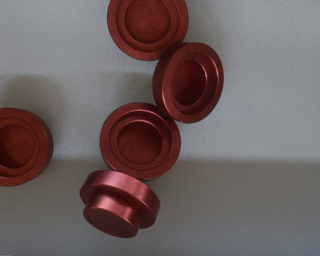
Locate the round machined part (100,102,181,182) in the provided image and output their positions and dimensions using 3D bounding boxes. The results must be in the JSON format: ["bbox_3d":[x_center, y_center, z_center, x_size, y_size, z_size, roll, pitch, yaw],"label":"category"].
[{"bbox_3d":[-0.026,0.020,0.391,0.099,0.042,0.098,4,70,-12],"label":"round machined part"}]

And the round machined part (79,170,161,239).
[{"bbox_3d":[-0.052,0.097,0.373,0.098,0.097,0.042,24,50,-1],"label":"round machined part"}]

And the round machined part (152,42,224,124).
[{"bbox_3d":[0.030,-0.057,0.387,0.099,0.042,0.097,-12,111,-34],"label":"round machined part"}]

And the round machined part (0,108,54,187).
[{"bbox_3d":[-0.187,0.024,0.400,0.099,0.042,0.097,0,90,-1],"label":"round machined part"}]

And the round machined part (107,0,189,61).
[{"bbox_3d":[-0.015,-0.137,0.393,0.099,0.042,0.097,-1,110,-3],"label":"round machined part"}]
